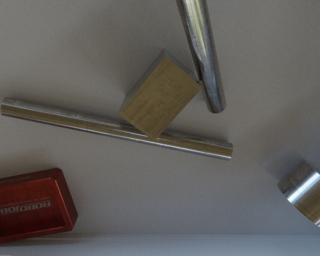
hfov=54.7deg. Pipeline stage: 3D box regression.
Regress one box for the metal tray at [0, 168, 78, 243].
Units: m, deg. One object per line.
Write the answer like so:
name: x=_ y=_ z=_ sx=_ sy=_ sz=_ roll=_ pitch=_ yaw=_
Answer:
metal tray: x=-0.196 y=0.114 z=0.447 sx=0.131 sy=0.030 sz=0.089 roll=-11 pitch=110 yaw=3

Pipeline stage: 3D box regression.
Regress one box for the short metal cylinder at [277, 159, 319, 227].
short metal cylinder: x=0.208 y=0.087 z=0.417 sx=0.080 sy=0.080 sz=0.050 roll=36 pitch=106 yaw=-13

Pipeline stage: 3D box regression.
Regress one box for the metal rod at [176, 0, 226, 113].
metal rod: x=0.032 y=-0.099 z=0.279 sx=0.025 sy=0.025 sz=0.300 roll=-20 pitch=148 yaw=7

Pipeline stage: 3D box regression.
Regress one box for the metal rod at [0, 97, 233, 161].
metal rod: x=-0.052 y=0.003 z=0.411 sx=0.302 sy=0.025 sz=0.025 roll=12 pitch=110 yaw=-5

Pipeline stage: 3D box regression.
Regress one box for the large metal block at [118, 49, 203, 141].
large metal block: x=-0.001 y=-0.043 z=0.366 sx=0.050 sy=0.080 sz=0.080 roll=38 pitch=106 yaw=-13
